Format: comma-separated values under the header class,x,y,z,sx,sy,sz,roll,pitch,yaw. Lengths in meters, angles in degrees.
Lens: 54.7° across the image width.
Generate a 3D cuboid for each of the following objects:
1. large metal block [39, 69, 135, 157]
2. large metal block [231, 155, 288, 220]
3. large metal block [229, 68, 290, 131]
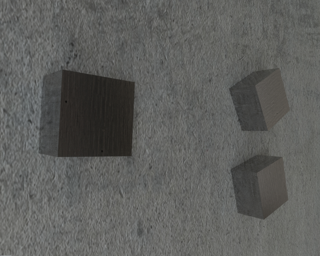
class,x,y,z,sx,sy,sz,roll,pitch,yaw
large metal block,-0.076,-0.012,0.325,0.081,0.050,0.080,4,88,-40
large metal block,0.173,0.098,0.533,0.081,0.050,0.079,-19,102,-38
large metal block,0.173,-0.049,0.533,0.081,0.050,0.080,-34,111,-35
